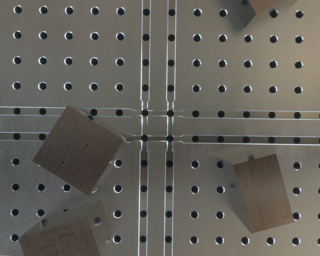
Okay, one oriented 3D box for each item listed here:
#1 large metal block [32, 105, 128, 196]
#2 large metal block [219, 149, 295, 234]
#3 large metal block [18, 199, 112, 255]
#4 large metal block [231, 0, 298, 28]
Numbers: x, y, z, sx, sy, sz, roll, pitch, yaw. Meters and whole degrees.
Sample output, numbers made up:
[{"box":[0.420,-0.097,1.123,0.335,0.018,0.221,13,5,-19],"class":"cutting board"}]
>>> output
[{"box":[-0.099,0.027,0.400,0.080,0.050,0.080,32,90,0],"class":"large metal block"},{"box":[0.116,0.073,0.387,0.050,0.080,0.080,-15,90,0],"class":"large metal block"},{"box":[-0.112,0.134,0.385,0.080,0.080,0.050,-18,90,0],"class":"large metal block"},{"box":[0.135,-0.191,0.402,0.080,0.050,0.080,-27,90,0],"class":"large metal block"}]
